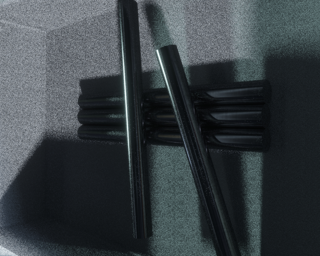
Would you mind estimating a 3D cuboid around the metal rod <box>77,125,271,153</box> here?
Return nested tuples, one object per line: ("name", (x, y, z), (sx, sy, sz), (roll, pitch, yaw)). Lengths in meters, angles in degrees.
("metal rod", (-0.008, 0.010, 0.410), (0.300, 0.025, 0.025), (1, 91, 39))

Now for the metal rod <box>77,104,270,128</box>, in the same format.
("metal rod", (-0.008, -0.015, 0.410), (0.300, 0.025, 0.025), (1, 91, 39))

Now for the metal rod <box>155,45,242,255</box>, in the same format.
("metal rod", (0.049, 0.054, 0.337), (0.025, 0.025, 0.298), (-20, 84, 38))

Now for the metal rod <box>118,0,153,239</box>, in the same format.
("metal rod", (-0.032, -0.014, 0.396), (0.025, 0.025, 0.298), (-7, 86, 39))

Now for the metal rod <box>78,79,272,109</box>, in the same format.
("metal rod", (-0.007, -0.040, 0.409), (0.300, 0.025, 0.025), (1, 91, 39))
